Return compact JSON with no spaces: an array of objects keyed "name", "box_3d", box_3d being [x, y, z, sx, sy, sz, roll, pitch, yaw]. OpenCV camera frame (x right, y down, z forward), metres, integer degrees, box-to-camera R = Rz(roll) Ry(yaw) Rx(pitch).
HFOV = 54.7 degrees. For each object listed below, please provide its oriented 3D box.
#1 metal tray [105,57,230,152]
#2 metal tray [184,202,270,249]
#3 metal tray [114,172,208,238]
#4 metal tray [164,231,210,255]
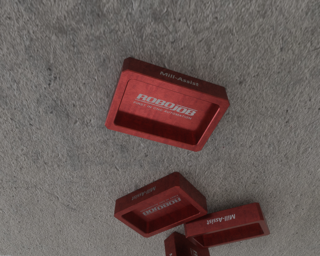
[{"name":"metal tray","box_3d":[0.007,-0.024,0.382,0.131,0.030,0.089,15,129,-13]},{"name":"metal tray","box_3d":[0.117,0.173,0.539,0.130,0.030,0.090,-18,141,15]},{"name":"metal tray","box_3d":[0.001,0.131,0.515,0.130,0.030,0.090,-29,125,22]},{"name":"metal tray","box_3d":[0.057,0.262,0.560,0.090,0.130,0.030,30,116,-23]}]
